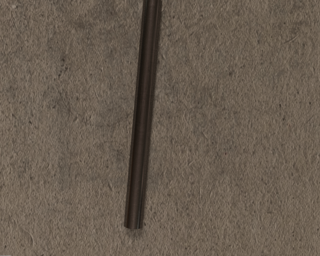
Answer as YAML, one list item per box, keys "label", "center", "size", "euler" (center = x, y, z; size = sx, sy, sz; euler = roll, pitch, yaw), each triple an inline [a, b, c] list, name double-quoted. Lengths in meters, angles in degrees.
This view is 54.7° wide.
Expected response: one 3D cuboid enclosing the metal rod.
- label: "metal rod"
  center: [-0.022, -0.019, 0.409]
  size: [0.025, 0.025, 0.298]
  euler: [5, 90, -1]
